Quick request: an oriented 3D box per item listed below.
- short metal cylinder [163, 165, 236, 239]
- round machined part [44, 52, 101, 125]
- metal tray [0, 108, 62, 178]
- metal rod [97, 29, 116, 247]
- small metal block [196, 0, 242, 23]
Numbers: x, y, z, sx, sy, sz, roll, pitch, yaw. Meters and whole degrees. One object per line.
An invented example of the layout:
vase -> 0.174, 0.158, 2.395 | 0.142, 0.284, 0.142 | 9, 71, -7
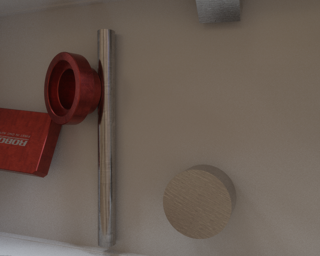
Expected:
short metal cylinder -> 0.050, 0.087, 0.379 | 0.080, 0.050, 0.079 | 0, 90, 19
round machined part -> -0.118, -0.053, 0.429 | 0.098, 0.042, 0.097 | 0, 90, 44
metal tray -> -0.222, 0.019, 0.461 | 0.131, 0.030, 0.090 | 6, 72, 13
metal rod -> -0.075, 0.014, 0.435 | 0.025, 0.025, 0.298 | 0, 90, 19
small metal block -> 0.070, -0.155, 0.369 | 0.050, 0.050, 0.025 | 3, 55, 19
